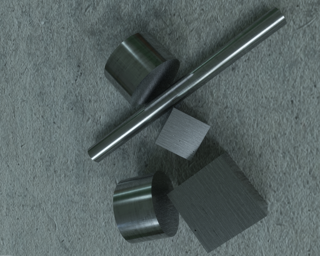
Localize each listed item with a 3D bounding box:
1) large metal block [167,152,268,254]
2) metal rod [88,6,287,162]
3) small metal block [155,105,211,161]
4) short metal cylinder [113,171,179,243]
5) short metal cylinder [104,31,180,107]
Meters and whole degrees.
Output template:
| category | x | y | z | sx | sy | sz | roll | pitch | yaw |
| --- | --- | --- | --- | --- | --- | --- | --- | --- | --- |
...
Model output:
| category | x | y | z | sx | sy | sz | roll | pitch | yaw |
| --- | --- | --- | --- | --- | --- | --- | --- | --- | --- |
| large metal block | 0.069 | 0.086 | 0.371 | 0.080 | 0.050 | 0.080 | -39 | 78 | 15 |
| metal rod | 0.023 | -0.046 | 0.400 | 0.300 | 0.025 | 0.025 | -36 | 79 | 16 |
| small metal block | 0.028 | 0.006 | 0.390 | 0.050 | 0.025 | 0.050 | 27 | 100 | -5 |
| short metal cylinder | -0.015 | 0.098 | 0.385 | 0.050 | 0.080 | 0.080 | -17 | 84 | 19 |
| short metal cylinder | -0.022 | -0.072 | 0.387 | 0.080 | 0.080 | 0.050 | -46 | 76 | 14 |
